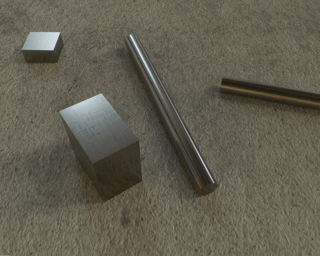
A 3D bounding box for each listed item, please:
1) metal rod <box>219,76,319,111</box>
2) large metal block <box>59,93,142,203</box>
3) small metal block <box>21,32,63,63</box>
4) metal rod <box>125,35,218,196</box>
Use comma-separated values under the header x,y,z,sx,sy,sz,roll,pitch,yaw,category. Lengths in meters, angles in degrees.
x,y,z,sx,sy,sz,roll,pitch,yaw,category
0.236,-0.035,0.435,0.301,0.025,0.025,12,51,9,metal rod
-0.064,0.023,0.348,0.050,0.080,0.080,-27,56,-21,large metal block
-0.193,-0.134,0.513,0.050,0.025,0.050,1,50,0,small metal block
0.003,-0.040,0.436,0.025,0.025,0.299,-15,52,-13,metal rod
